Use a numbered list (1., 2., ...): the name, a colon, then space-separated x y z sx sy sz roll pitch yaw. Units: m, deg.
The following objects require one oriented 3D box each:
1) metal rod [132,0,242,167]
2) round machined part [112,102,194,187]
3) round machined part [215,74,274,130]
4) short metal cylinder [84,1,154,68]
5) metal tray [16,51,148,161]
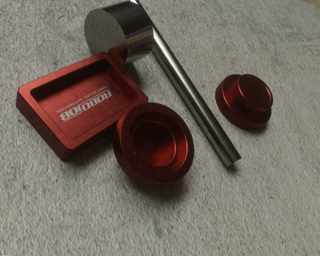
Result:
1. metal rod: 0.029 -0.077 0.467 0.025 0.025 0.299 -21 73 -36
2. round machined part: -0.011 0.022 0.368 0.099 0.042 0.098 14 63 -28
3. round machined part: 0.143 -0.048 0.502 0.099 0.042 0.098 14 56 -21
4. short metal cylinder: -0.055 -0.124 0.416 0.080 0.080 0.050 49 51 6
5. metal tray: -0.088 -0.032 0.373 0.090 0.030 0.131 49 51 6
